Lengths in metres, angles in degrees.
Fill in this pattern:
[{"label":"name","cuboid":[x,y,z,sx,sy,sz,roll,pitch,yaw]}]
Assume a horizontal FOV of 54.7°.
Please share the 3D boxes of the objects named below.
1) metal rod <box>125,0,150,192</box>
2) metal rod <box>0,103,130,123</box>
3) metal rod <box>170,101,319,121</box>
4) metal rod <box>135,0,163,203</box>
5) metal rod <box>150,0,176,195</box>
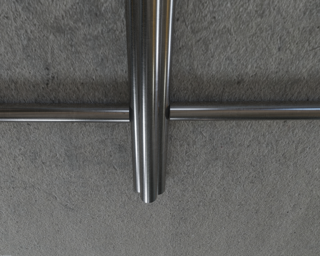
[{"label":"metal rod","cuboid":[-0.025,-0.022,0.391,0.025,0.025,0.298,1,130,-1]},{"label":"metal rod","cuboid":[-0.189,-0.019,0.389,0.302,0.025,0.025,0,130,-1]},{"label":"metal rod","cuboid":[0.163,-0.022,0.392,0.302,0.025,0.025,0,130,-1]},{"label":"metal rod","cuboid":[-0.014,-0.010,0.374,0.025,0.025,0.298,1,130,-1]},{"label":"metal rod","cuboid":[-0.001,-0.017,0.395,0.025,0.025,0.298,1,130,-1]}]
